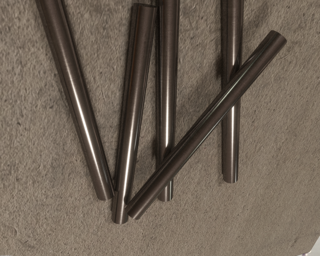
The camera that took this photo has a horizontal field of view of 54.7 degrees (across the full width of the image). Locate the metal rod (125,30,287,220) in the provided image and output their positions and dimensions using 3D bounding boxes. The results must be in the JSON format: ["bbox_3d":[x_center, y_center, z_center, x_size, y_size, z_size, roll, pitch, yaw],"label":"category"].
[{"bbox_3d":[0.055,0.002,0.405,0.025,0.025,0.299,33,100,-39],"label":"metal rod"}]

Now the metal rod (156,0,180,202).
[{"bbox_3d":[0.008,-0.022,0.399,0.025,0.025,0.298,-14,124,-21],"label":"metal rod"}]

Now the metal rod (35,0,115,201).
[{"bbox_3d":[-0.089,-0.032,0.339,0.025,0.025,0.298,-20,126,-17],"label":"metal rod"}]

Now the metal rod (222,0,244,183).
[{"bbox_3d":[0.102,-0.036,0.442,0.025,0.025,0.298,-20,127,-17],"label":"metal rod"}]

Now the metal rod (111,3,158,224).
[{"bbox_3d":[-0.037,0.003,0.389,0.025,0.025,0.298,-5,121,-26],"label":"metal rod"}]
